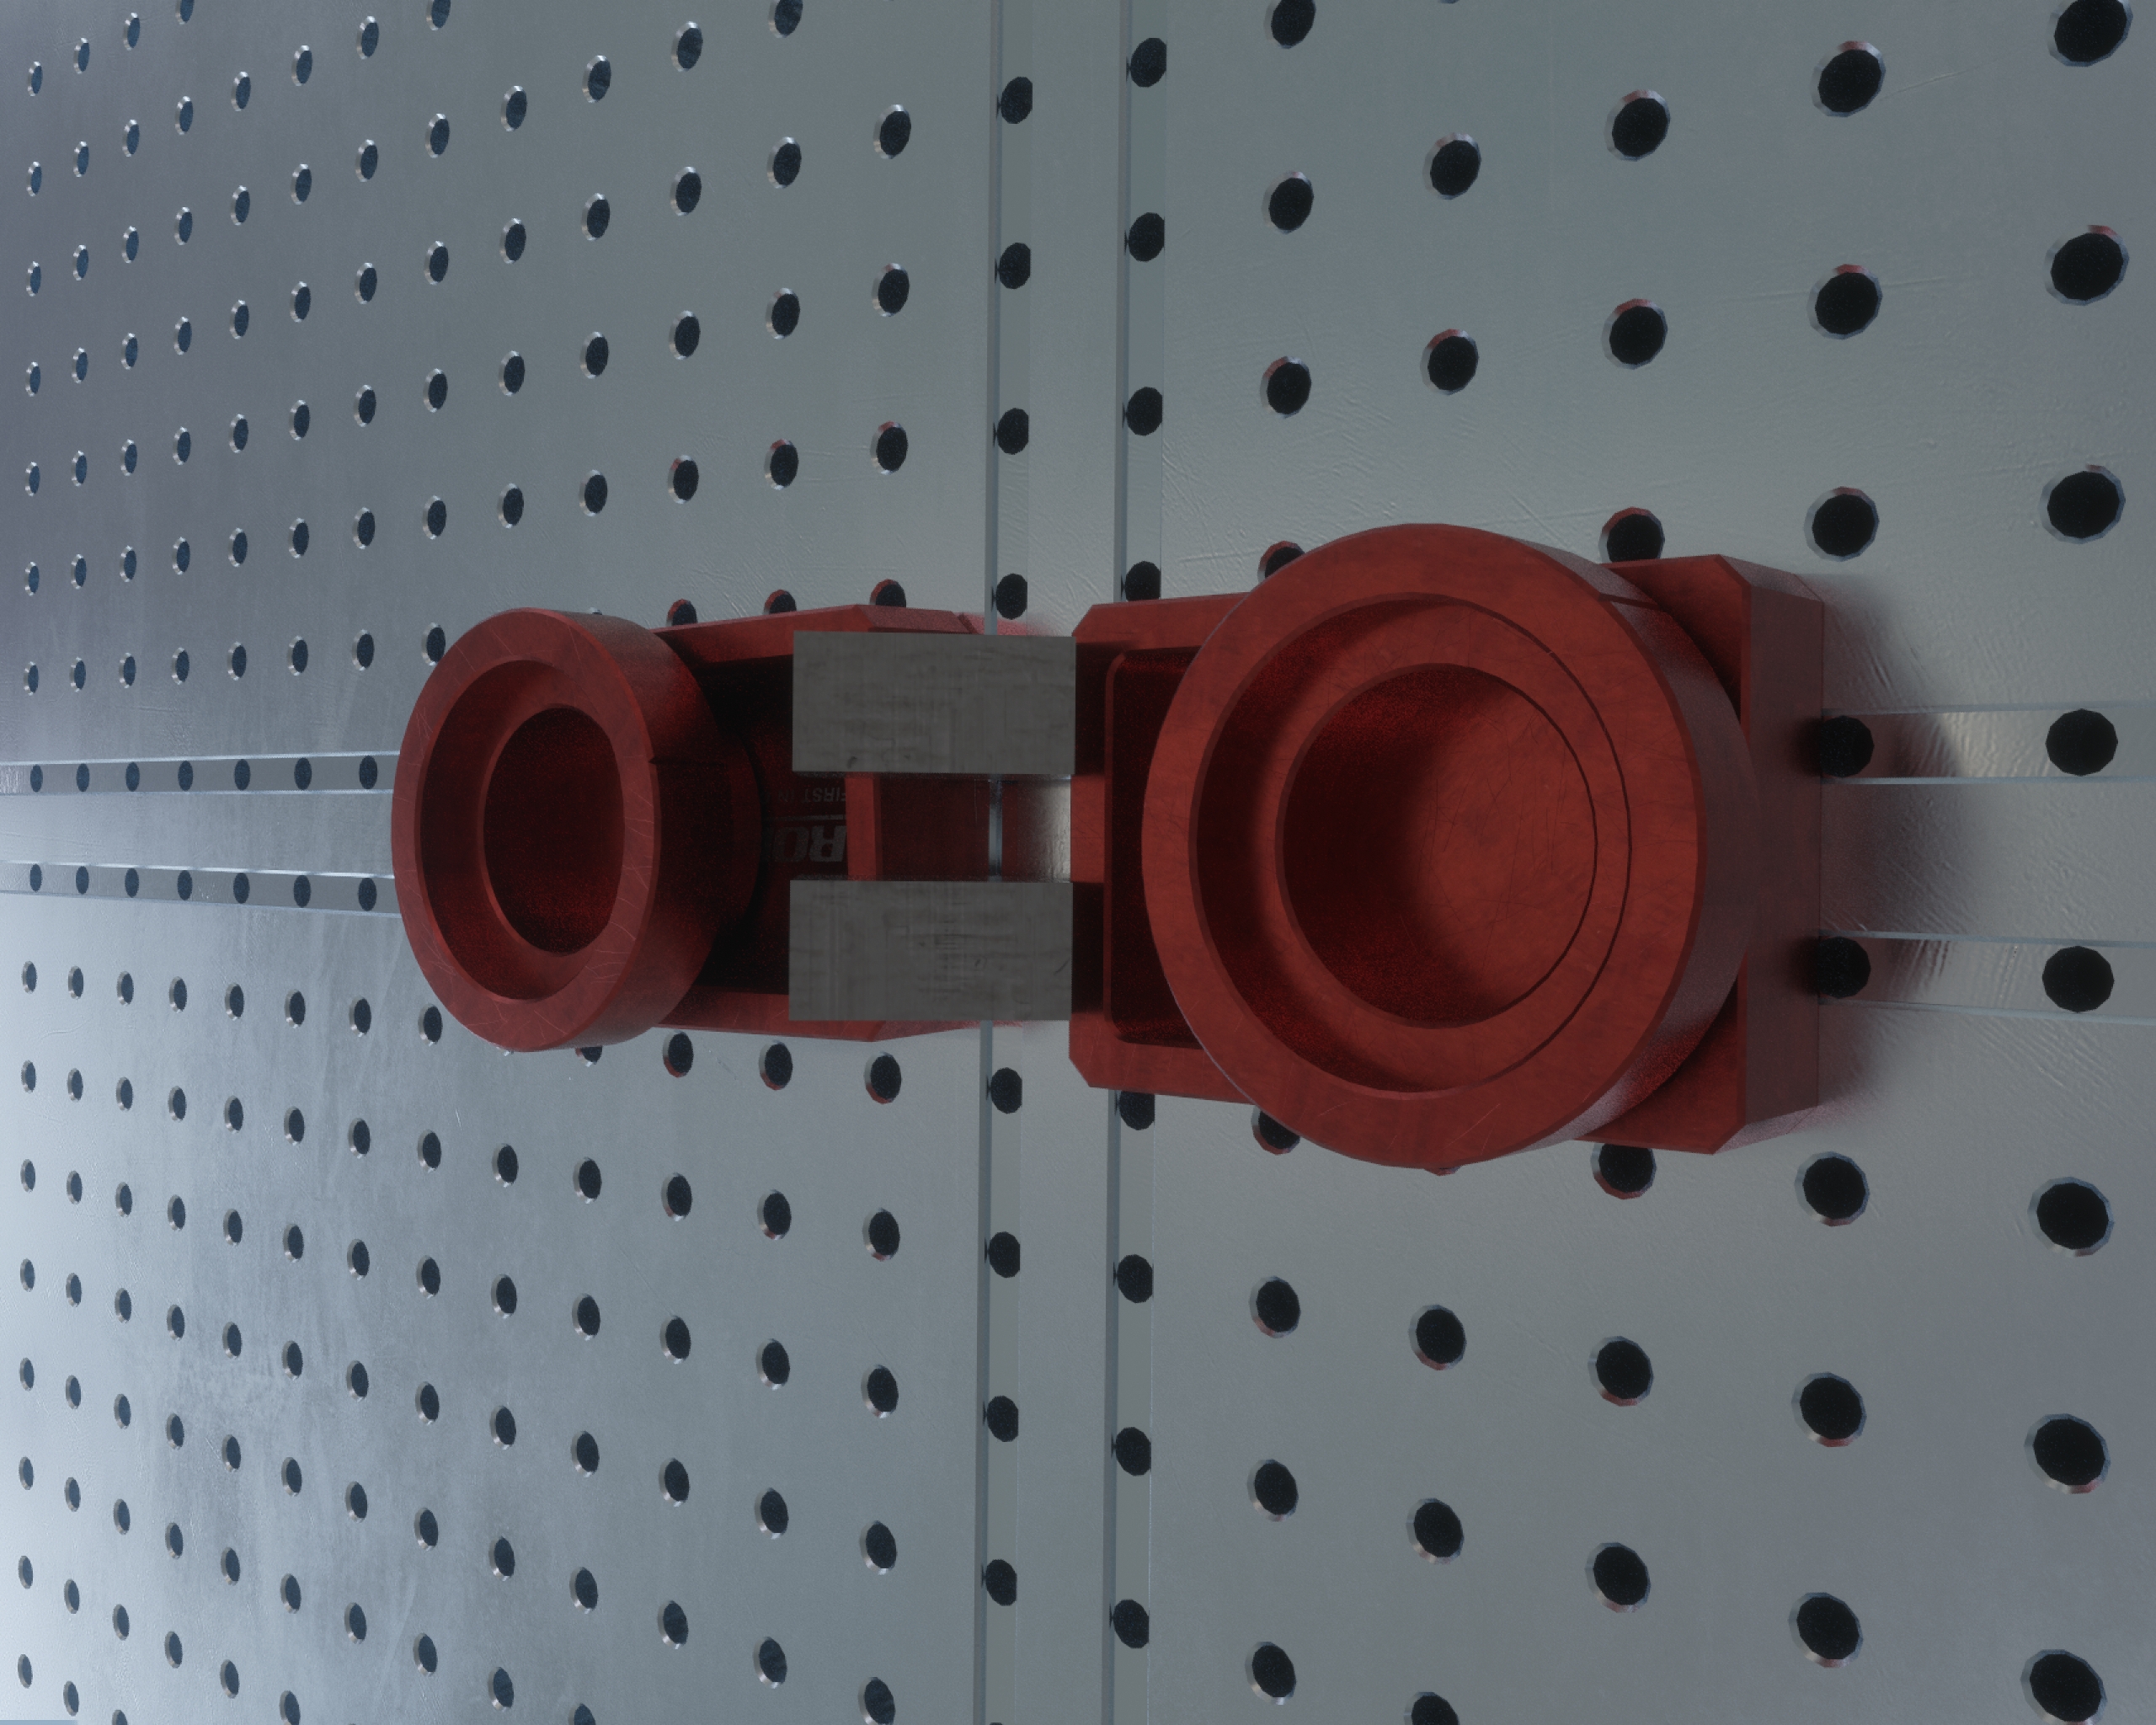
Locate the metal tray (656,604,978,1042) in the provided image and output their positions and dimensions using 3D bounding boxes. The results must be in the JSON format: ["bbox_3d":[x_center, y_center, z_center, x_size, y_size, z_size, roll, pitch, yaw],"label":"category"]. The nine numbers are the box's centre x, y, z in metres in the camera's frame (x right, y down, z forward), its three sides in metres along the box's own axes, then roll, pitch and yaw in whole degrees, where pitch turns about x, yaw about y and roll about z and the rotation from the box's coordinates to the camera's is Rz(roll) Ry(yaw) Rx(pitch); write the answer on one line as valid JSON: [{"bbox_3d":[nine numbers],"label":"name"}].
[{"bbox_3d":[-0.081,-0.008,0.474,0.130,0.030,0.089,-1,92,40],"label":"metal tray"}]

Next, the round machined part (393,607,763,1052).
[{"bbox_3d":[-0.110,-0.007,0.473,0.098,0.042,0.097,0,90,40],"label":"round machined part"}]

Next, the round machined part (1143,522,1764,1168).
[{"bbox_3d":[0.061,-0.003,0.331,0.098,0.042,0.097,0,90,40],"label":"round machined part"}]

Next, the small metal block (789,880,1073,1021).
[{"bbox_3d":[-0.028,0.015,0.397,0.050,0.050,0.025,-172,82,-84],"label":"small metal block"}]

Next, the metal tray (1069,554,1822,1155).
[{"bbox_3d":[0.058,-0.002,0.359,0.130,0.030,0.089,1,91,40],"label":"metal tray"}]

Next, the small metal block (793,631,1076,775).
[{"bbox_3d":[-0.028,-0.029,0.398,0.050,0.050,0.025,-172,82,-84],"label":"small metal block"}]
